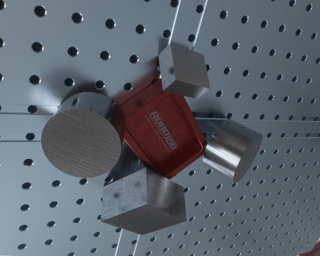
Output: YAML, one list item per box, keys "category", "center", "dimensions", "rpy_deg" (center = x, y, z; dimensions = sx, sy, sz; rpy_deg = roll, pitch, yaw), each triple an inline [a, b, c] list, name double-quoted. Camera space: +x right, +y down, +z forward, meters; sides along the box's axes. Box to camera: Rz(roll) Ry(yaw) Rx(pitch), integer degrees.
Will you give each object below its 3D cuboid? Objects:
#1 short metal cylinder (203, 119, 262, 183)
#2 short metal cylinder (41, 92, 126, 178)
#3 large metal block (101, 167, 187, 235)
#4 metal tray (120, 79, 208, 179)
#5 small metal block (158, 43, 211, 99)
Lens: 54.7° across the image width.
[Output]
- category: "short metal cylinder"
  center: [0.107, 0.033, 0.454]
  dimensions: [0.080, 0.050, 0.079]
  rpy_deg: [-39, 145, -34]
- category: "short metal cylinder"
  center: [-0.080, 0.007, 0.336]
  dimensions: [0.081, 0.050, 0.079]
  rpy_deg: [0, 116, 0]
- category: "large metal block"
  center: [-0.022, 0.104, 0.425]
  dimensions: [0.080, 0.050, 0.080]
  rpy_deg: [-28, 136, 29]
- category: "metal tray"
  center: [0.004, 0.008, 0.414]
  dimensions: [0.090, 0.030, 0.130]
  rpy_deg: [-36, 129, -5]
- category: "small metal block"
  center: [0.029, -0.066, 0.366]
  dimensions: [0.050, 0.050, 0.025]
  rpy_deg: [9, 151, -32]
